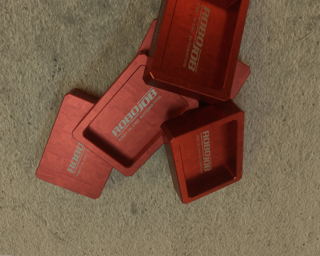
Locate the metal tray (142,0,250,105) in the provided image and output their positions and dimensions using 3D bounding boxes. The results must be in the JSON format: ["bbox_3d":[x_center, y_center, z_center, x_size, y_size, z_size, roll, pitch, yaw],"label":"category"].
[{"bbox_3d":[0.041,-0.100,0.336,0.091,0.030,0.129,15,82,-17],"label":"metal tray"}]

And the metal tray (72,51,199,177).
[{"bbox_3d":[-0.029,-0.015,0.371,0.090,0.030,0.130,40,105,-14],"label":"metal tray"}]

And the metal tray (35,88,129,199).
[{"bbox_3d":[-0.100,0.023,0.415,0.090,0.030,0.129,23,108,-9],"label":"metal tray"}]

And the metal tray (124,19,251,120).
[{"bbox_3d":[0.032,-0.066,0.384,0.131,0.030,0.089,25,108,-10],"label":"metal tray"}]

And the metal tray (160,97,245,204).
[{"bbox_3d":[0.056,0.033,0.385,0.091,0.030,0.129,-22,134,-10],"label":"metal tray"}]
